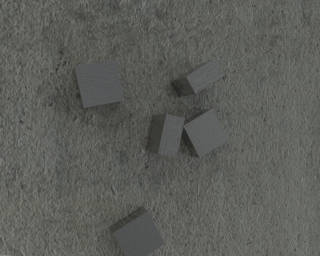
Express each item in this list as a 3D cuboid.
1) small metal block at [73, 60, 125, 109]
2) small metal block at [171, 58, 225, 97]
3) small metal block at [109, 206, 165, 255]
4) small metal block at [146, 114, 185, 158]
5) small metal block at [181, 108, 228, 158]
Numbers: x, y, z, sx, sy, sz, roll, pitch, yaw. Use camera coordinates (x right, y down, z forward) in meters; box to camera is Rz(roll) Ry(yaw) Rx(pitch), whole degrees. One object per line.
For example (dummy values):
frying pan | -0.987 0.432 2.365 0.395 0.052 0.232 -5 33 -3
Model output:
small metal block | -0.075 -0.053 0.381 0.050 0.025 0.050 -13 95 -20
small metal block | 0.049 -0.066 0.414 0.050 0.050 0.025 -34 101 -17
small metal block | -0.030 0.138 0.398 0.050 0.025 0.050 -29 100 -18
small metal block | 0.006 0.009 0.398 0.025 0.050 0.050 13 86 -20
small metal block | 0.059 0.007 0.431 0.050 0.025 0.050 -31 100 -17
